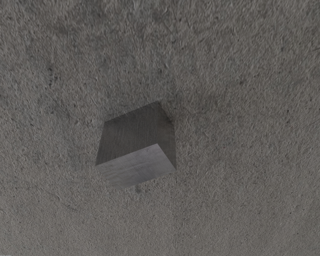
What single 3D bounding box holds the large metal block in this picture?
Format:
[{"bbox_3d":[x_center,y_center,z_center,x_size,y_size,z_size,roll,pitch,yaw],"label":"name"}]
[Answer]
[{"bbox_3d":[-0.027,0.021,0.389,0.080,0.080,0.050,-21,127,17],"label":"large metal block"}]
